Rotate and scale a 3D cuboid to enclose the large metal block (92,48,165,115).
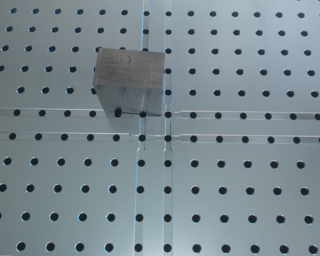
[{"bbox_3d":[-0.036,-0.057,0.403,0.081,0.080,0.050,5,70,1],"label":"large metal block"}]
